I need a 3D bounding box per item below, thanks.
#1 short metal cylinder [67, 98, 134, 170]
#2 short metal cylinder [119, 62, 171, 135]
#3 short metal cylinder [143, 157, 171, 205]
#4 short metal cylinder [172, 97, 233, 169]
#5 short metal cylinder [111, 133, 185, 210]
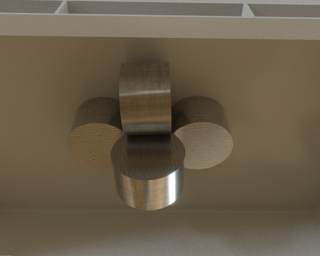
[{"bbox_3d":[-0.073,0.008,0.397,0.081,0.050,0.079,0,130,0],"label":"short metal cylinder"},{"bbox_3d":[-0.014,-0.032,0.342,0.050,0.080,0.079,-2,130,1],"label":"short metal cylinder"},{"bbox_3d":[-0.012,0.066,0.426,0.050,0.080,0.079,-2,130,1],"label":"short metal cylinder"},{"bbox_3d":[0.049,0.007,0.396,0.081,0.050,0.079,0,130,0],"label":"short metal cylinder"},{"bbox_3d":[-0.012,0.045,0.350,0.080,0.080,0.050,-1,130,0],"label":"short metal cylinder"}]
